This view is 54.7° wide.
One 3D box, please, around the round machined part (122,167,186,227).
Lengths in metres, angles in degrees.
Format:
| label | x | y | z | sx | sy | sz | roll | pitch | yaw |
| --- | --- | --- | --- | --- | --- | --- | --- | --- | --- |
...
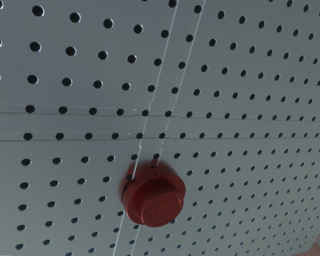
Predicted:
| label | x | y | z | sx | sy | sz | roll | pitch | yaw |
| --- | --- | --- | --- | --- | --- | --- | --- | --- | --- |
| round machined part | -0.004 | 0.110 | 0.469 | 0.099 | 0.042 | 0.097 | -14 | 124 | -21 |
